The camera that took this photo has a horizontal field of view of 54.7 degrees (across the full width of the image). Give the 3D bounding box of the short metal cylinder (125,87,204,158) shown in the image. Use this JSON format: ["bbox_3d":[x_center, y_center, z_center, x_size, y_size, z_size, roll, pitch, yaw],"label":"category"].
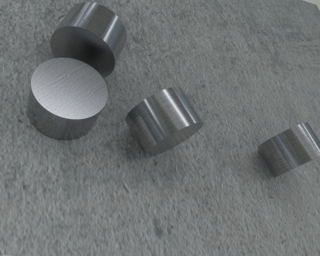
[{"bbox_3d":[0.005,-0.006,0.377,0.081,0.080,0.050,-20,73,-36],"label":"short metal cylinder"}]

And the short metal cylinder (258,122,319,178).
[{"bbox_3d":[0.193,0.033,0.455,0.081,0.080,0.050,-13,69,-34],"label":"short metal cylinder"}]

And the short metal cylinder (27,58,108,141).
[{"bbox_3d":[-0.106,-0.032,0.351,0.081,0.050,0.080,14,56,-21],"label":"short metal cylinder"}]

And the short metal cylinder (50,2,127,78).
[{"bbox_3d":[-0.088,-0.107,0.388,0.080,0.080,0.050,25,53,-13],"label":"short metal cylinder"}]
